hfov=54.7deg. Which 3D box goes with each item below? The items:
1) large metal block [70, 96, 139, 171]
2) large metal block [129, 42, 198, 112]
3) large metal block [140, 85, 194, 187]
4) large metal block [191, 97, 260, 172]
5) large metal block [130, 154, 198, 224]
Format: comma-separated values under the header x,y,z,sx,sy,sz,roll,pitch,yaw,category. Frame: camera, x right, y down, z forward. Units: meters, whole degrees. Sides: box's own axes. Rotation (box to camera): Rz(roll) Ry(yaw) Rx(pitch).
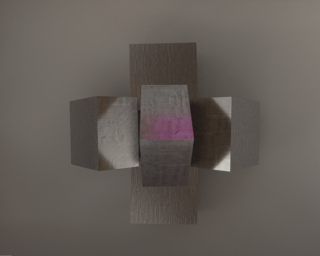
x,y,z,sx,sy,sz,roll,pitch,yaw,category
-0.069,0.005,0.374,0.050,0.080,0.080,-2,91,-36,large metal block
0.004,-0.062,0.395,0.081,0.050,0.080,-1,90,0,large metal block
0.005,0.009,0.343,0.050,0.080,0.080,-1,46,-1,large metal block
0.081,0.006,0.376,0.050,0.081,0.080,2,91,39,large metal block
0.005,0.076,0.398,0.081,0.050,0.080,1,90,0,large metal block
